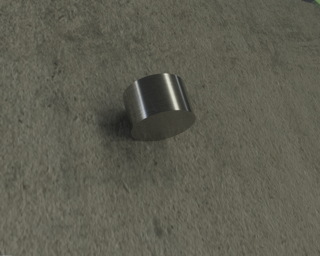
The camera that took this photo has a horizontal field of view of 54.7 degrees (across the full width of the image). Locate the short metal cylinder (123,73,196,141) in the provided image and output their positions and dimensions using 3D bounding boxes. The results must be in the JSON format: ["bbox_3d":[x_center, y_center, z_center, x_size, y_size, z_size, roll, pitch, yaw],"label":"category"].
[{"bbox_3d":[-0.002,-0.023,0.383,0.081,0.080,0.050,-1,63,-29],"label":"short metal cylinder"}]
